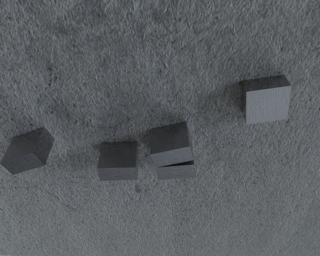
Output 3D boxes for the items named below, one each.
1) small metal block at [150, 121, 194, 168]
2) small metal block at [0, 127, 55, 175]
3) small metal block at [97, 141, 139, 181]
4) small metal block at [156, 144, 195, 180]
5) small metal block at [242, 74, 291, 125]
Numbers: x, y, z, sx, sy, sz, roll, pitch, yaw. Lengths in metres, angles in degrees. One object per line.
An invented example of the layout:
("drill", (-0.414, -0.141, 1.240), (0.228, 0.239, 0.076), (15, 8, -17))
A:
("small metal block", (0.015, 0.021, 0.409), (0.050, 0.050, 0.025), (-12, 129, 10))
("small metal block", (-0.176, 0.030, 0.415), (0.050, 0.050, 0.025), (-17, 128, 14))
("small metal block", (-0.056, 0.045, 0.428), (0.050, 0.050, 0.025), (-1, 130, 1))
("small metal block", (0.021, 0.042, 0.427), (0.050, 0.050, 0.025), (-5, 130, 4))
("small metal block", (0.128, -0.034, 0.379), (0.050, 0.025, 0.050), (-8, 130, 6))
